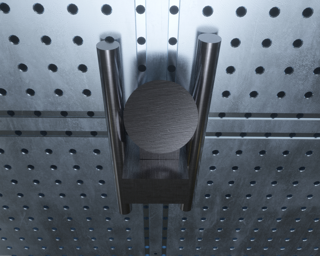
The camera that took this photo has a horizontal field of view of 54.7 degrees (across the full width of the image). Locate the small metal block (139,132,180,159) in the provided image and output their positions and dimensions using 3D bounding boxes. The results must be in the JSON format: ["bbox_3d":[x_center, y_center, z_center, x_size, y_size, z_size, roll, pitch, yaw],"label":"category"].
[{"bbox_3d":[-0.001,0.014,0.407,0.050,0.050,0.025,1,130,-2],"label":"small metal block"}]

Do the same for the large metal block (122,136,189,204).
[{"bbox_3d":[-0.006,0.054,0.418,0.081,0.080,0.050,1,130,-1],"label":"large metal block"}]

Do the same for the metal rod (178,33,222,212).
[{"bbox_3d":[0.048,0.017,0.427,0.025,0.025,0.298,1,130,-1],"label":"metal rod"}]

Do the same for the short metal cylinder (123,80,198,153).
[{"bbox_3d":[0.001,-0.011,0.358,0.081,0.050,0.080,0,86,-1],"label":"short metal cylinder"}]

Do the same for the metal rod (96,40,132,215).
[{"bbox_3d":[-0.058,0.024,0.431,0.025,0.025,0.298,0,130,-1],"label":"metal rod"}]
